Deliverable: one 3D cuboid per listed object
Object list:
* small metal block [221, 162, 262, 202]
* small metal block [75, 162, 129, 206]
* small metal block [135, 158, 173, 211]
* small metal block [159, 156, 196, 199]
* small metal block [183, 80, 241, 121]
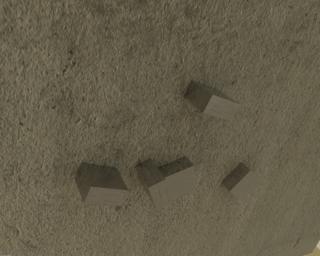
[{"bbox_3d":[0.144,0.095,0.544,0.050,0.025,0.050,-47,129,4],"label":"small metal block"},{"bbox_3d":[-0.075,0.071,0.394,0.050,0.050,0.025,14,111,-34],"label":"small metal block"},{"bbox_3d":[-0.009,0.079,0.435,0.025,0.050,0.050,-26,128,-12],"label":"small metal block"},{"bbox_3d":[0.025,0.077,0.468,0.050,0.025,0.050,-20,126,-17],"label":"small metal block"},{"bbox_3d":[0.067,-0.036,0.405,0.050,0.050,0.025,13,111,-34],"label":"small metal block"}]
